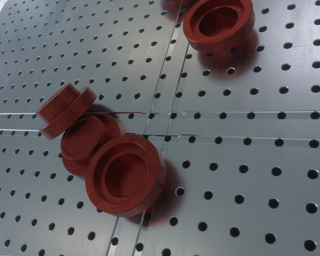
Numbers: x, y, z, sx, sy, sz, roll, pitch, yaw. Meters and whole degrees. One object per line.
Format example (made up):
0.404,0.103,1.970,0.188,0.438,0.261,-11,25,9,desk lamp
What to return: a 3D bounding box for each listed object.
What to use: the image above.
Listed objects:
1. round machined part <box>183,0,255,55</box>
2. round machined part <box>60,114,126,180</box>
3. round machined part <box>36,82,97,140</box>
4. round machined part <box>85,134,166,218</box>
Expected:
0.086,-0.144,0.442,0.098,0.042,0.098,-13,56,21,round machined part
-0.100,0.021,0.438,0.098,0.042,0.098,-13,56,21,round machined part
-0.146,-0.031,0.467,0.098,0.042,0.098,-36,21,16,round machined part
-0.038,0.060,0.379,0.098,0.042,0.098,-11,58,19,round machined part
